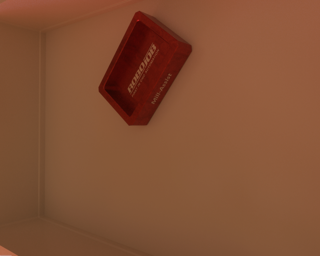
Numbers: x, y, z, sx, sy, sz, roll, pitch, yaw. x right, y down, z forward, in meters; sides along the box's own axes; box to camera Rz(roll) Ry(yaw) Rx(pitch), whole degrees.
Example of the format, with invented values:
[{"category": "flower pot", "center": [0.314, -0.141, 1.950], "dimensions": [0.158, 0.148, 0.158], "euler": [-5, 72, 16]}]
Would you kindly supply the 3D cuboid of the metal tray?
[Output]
[{"category": "metal tray", "center": [-0.025, -0.078, 0.422], "dimensions": [0.090, 0.030, 0.129], "euler": [46, 117, 29]}]
